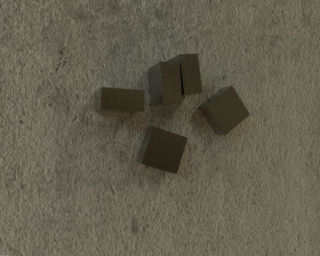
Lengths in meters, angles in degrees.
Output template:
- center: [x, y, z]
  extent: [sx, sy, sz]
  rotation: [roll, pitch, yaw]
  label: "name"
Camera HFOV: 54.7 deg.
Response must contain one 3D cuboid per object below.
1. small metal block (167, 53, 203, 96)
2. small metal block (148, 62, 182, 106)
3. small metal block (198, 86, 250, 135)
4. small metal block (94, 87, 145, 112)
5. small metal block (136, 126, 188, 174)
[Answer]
- center: [0.030, -0.067, 0.407]
  extent: [0.025, 0.050, 0.050]
  rotation: [-8, 93, -20]
  label: "small metal block"
- center: [0.005, -0.055, 0.397]
  extent: [0.025, 0.050, 0.050]
  rotation: [-4, 92, -20]
  label: "small metal block"
- center: [0.092, -0.025, 0.443]
  extent: [0.050, 0.025, 0.050]
  rotation: [-38, 102, -16]
  label: "small metal block"
- center: [-0.051, -0.033, 0.377]
  extent: [0.050, 0.050, 0.025]
  rotation: [2, 90, -20]
  label: "small metal block"
- center: [0.003, 0.029, 0.410]
  extent: [0.050, 0.025, 0.050]
  rotation: [19, 84, -19]
  label: "small metal block"
